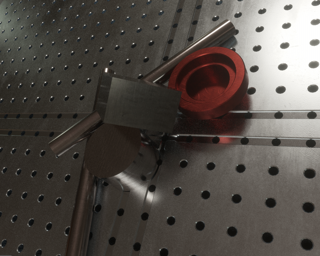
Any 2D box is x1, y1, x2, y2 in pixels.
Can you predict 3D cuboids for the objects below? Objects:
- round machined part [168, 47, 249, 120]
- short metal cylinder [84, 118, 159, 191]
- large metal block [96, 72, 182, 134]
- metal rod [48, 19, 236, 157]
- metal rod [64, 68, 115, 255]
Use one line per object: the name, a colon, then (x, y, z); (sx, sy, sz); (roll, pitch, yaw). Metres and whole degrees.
round machined part: (0.063, -0.052, 0.395); (0.098, 0.042, 0.098); (-13, 56, 20)
short metal cylinder: (-0.048, 0.034, 0.395); (0.080, 0.050, 0.080); (-13, 57, 21)
large metal block: (-0.030, -0.033, 0.379); (0.080, 0.081, 0.050); (-141, 62, -68)
metal rod: (-0.022, -0.058, 0.433); (0.301, 0.025, 0.025); (-35, 51, -4)
metal rod: (-0.093, 0.040, 0.430); (0.025, 0.025, 0.299); (-10, 57, 22)
